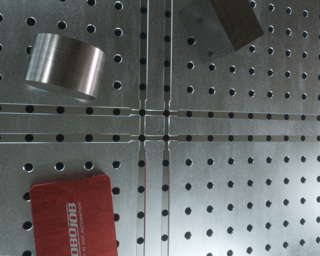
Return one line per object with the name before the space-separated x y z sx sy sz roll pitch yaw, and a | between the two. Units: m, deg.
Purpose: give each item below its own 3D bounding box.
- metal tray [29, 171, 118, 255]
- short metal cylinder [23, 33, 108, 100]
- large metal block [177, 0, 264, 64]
metal tray | -0.102 0.124 0.373 0.091 0.030 0.129 -6 92 -20
short metal cylinder | -0.104 -0.065 0.345 0.081 0.080 0.050 14 86 -20
large metal block | 0.078 -0.140 0.413 0.050 0.080 0.080 -33 101 -17
